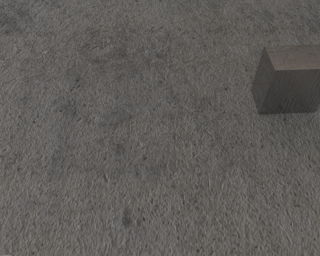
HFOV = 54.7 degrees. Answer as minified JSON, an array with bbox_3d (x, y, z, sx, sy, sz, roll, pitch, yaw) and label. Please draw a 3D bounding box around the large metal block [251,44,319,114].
[{"bbox_3d":[0.179,-0.065,0.423,0.081,0.080,0.050,-2,50,-2],"label":"large metal block"}]
